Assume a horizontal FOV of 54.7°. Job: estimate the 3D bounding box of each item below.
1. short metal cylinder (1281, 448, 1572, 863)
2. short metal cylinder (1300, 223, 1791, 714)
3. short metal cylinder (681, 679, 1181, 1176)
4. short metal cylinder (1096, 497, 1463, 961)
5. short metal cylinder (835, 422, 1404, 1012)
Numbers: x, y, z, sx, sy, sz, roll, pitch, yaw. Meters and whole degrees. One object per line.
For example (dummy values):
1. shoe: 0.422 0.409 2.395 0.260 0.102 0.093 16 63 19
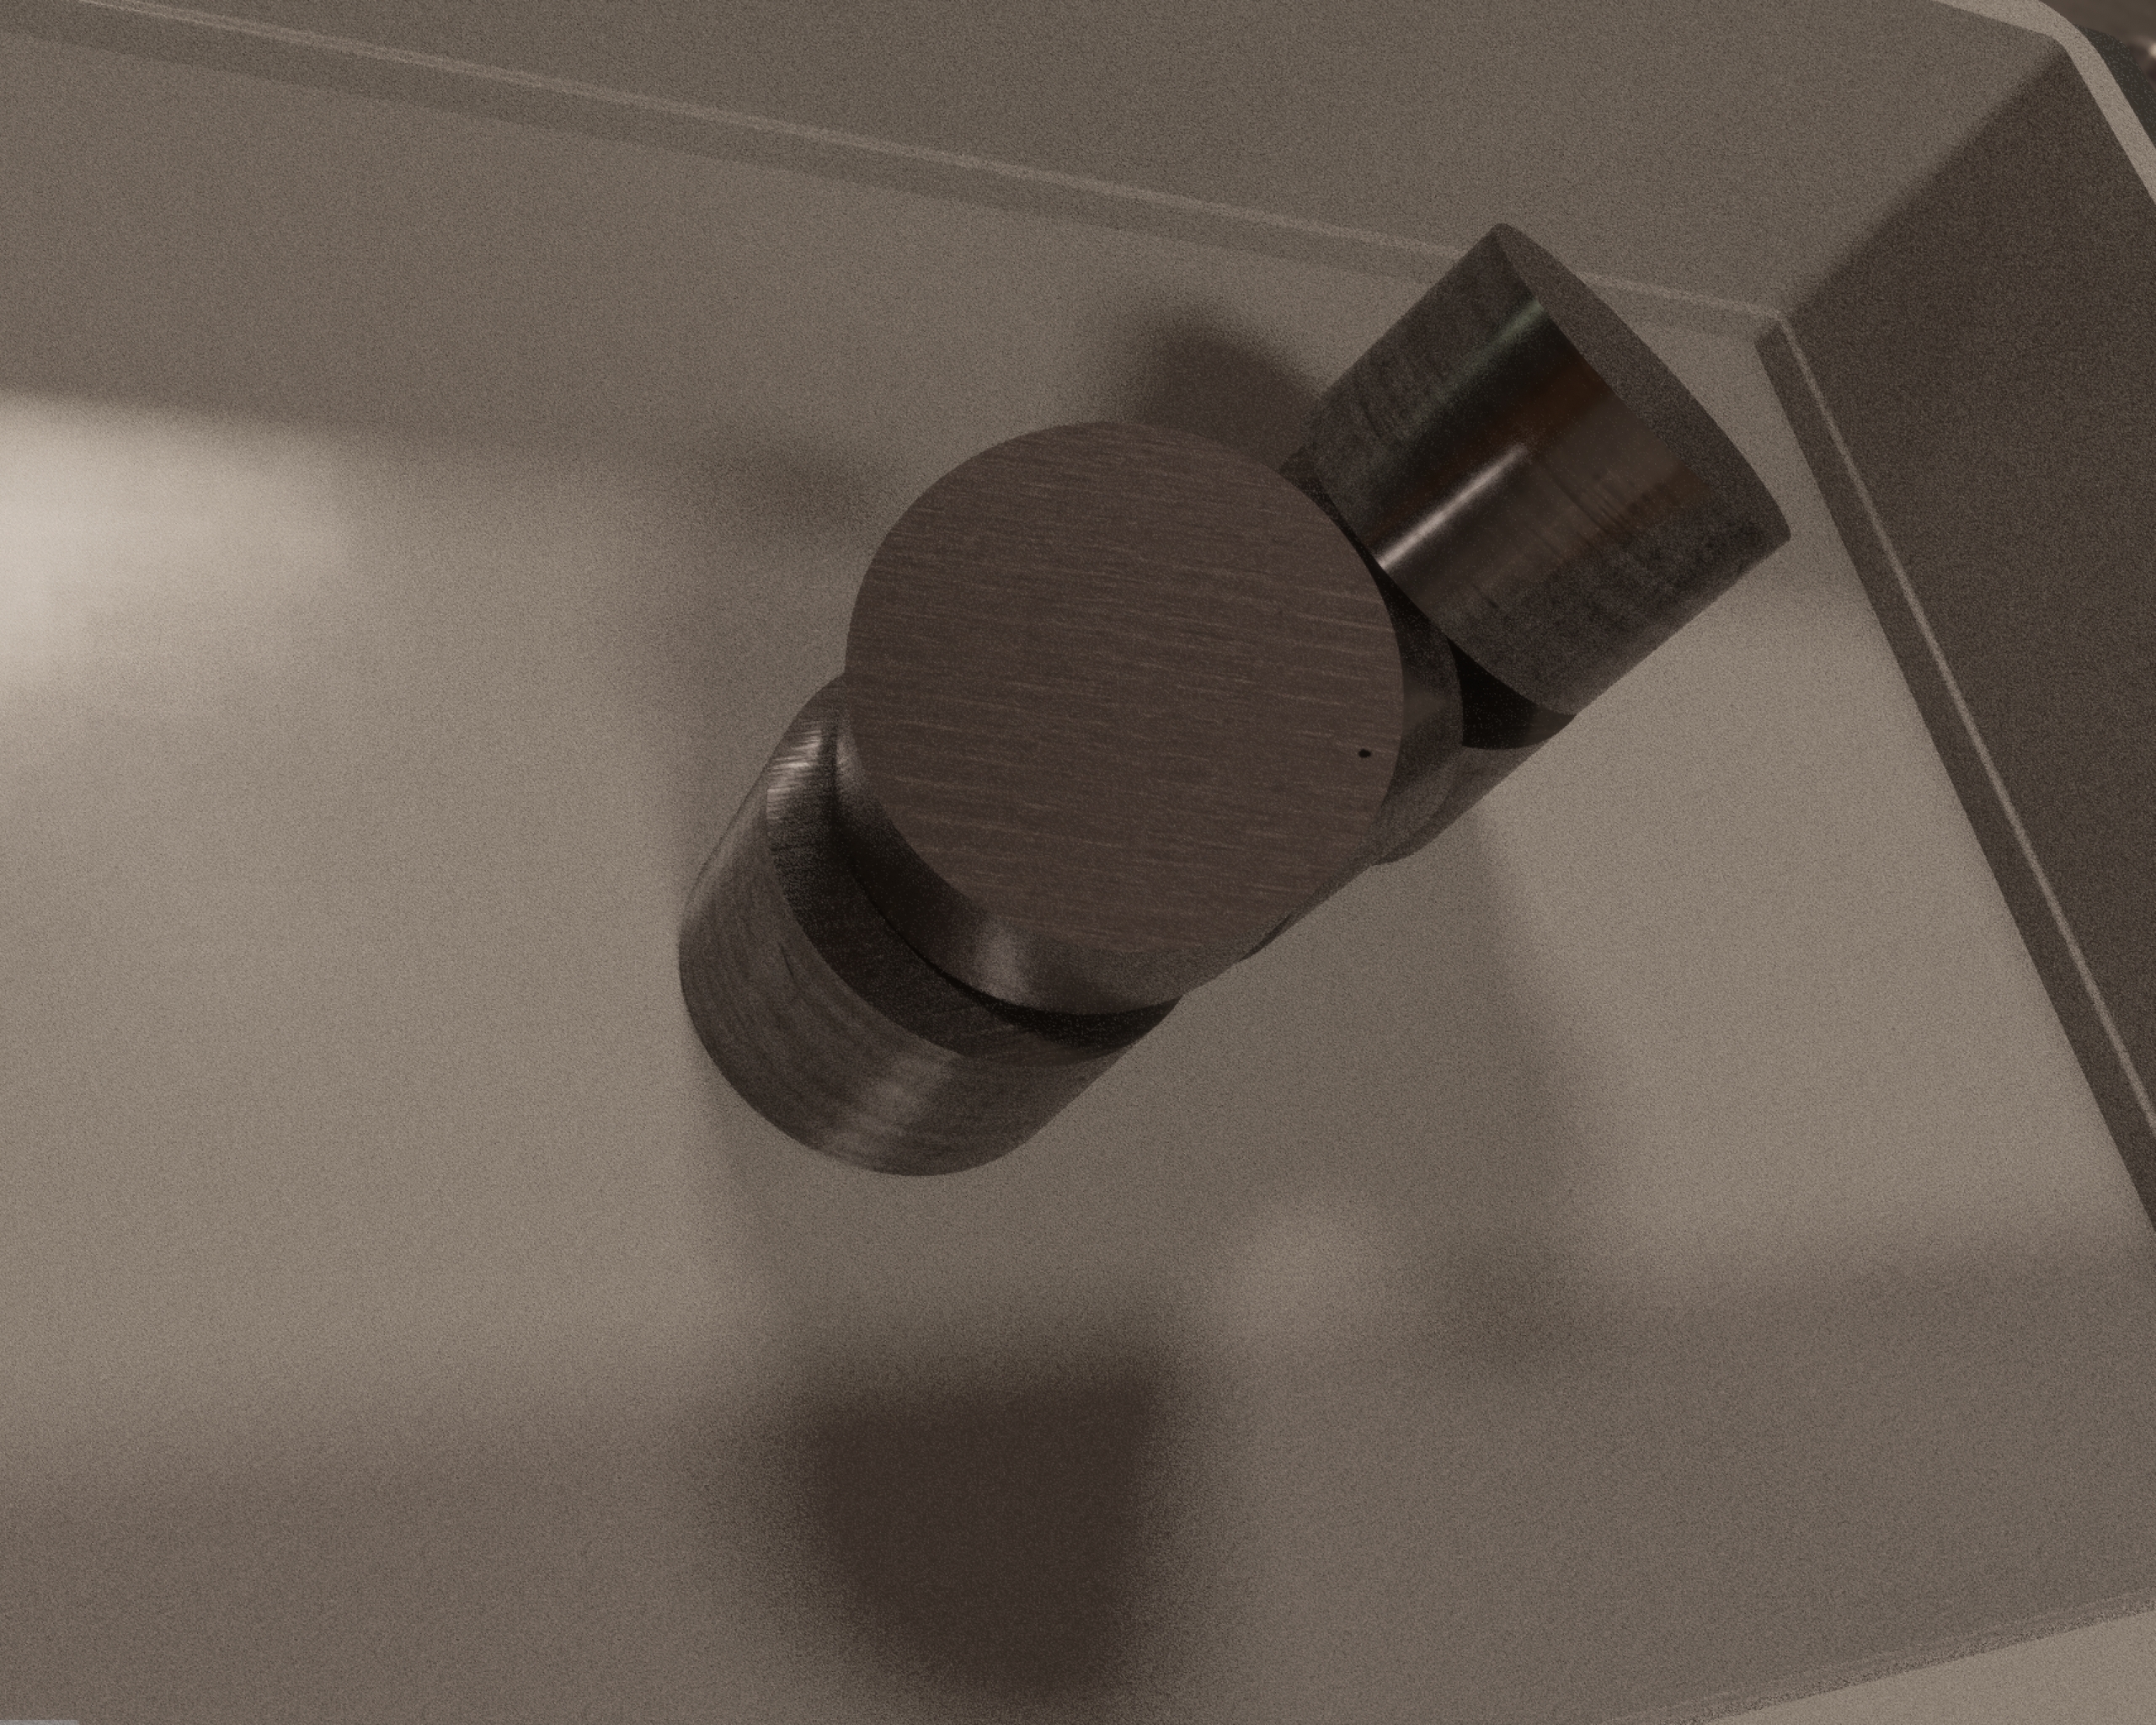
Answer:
1. short metal cylinder: 0.063 -0.046 0.451 0.081 0.050 0.080 14 56 -21
2. short metal cylinder: 0.089 -0.075 0.400 0.080 0.050 0.080 35 29 -23
3. short metal cylinder: -0.024 0.009 0.370 0.081 0.050 0.080 14 56 -21
4. short metal cylinder: 0.026 -0.026 0.400 0.050 0.080 0.080 -34 81 -38
5. short metal cylinder: 0.004 -0.020 0.321 0.081 0.050 0.080 2 75 -8
